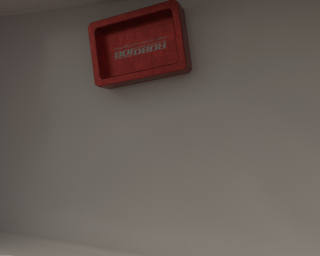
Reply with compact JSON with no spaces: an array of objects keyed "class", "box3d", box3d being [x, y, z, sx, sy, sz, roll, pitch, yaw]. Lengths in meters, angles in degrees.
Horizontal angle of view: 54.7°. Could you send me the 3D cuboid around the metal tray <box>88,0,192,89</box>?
[{"class":"metal tray","box3d":[-0.028,-0.108,0.416,0.130,0.030,0.089,-8,87,19]}]
